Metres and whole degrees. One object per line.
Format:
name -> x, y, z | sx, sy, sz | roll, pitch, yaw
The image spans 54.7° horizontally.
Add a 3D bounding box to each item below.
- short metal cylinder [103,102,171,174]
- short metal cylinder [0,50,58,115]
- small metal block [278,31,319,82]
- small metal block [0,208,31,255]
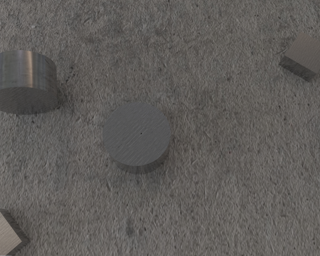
short metal cylinder -> -0.028, 0.014, 0.390 | 0.081, 0.050, 0.080 | 0, 70, 0
short metal cylinder -> -0.174, -0.056, 0.398 | 0.081, 0.080, 0.050 | -8, 71, -3
small metal block -> 0.210, -0.103, 0.447 | 0.050, 0.025, 0.050 | 35, 73, 11
small metal block -> -0.190, 0.130, 0.359 | 0.050, 0.025, 0.050 | -41, 75, -14
